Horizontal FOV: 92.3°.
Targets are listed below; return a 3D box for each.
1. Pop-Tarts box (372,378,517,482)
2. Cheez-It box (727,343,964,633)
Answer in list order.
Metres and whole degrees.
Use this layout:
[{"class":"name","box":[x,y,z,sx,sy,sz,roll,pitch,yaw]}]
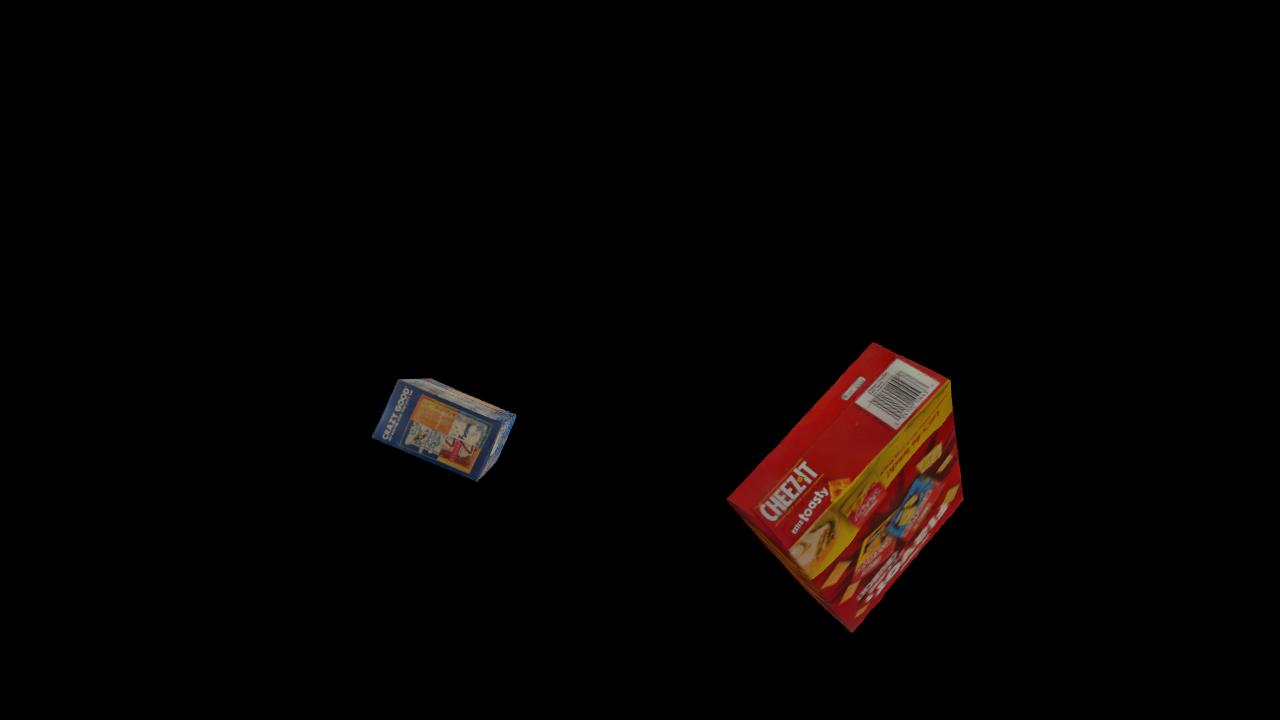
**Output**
[{"class":"Pop-Tarts box","box":[-0.254,0.089,0.829,0.141,0.083,0.167,24,-4,-5]},{"class":"Cheez-It box","box":[0.182,0.114,0.504,0.071,0.166,0.223,38,-9,44]}]
